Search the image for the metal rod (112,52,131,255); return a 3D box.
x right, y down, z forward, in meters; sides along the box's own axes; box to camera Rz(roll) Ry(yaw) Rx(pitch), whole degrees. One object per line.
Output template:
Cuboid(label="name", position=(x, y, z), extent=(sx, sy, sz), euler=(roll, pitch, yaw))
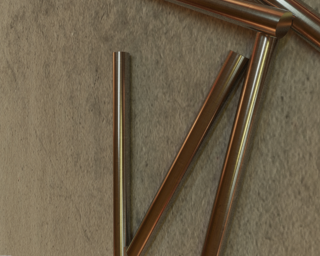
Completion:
Cuboid(label="metal rod", position=(-0.056, 0.041, 0.448), extent=(0.025, 0.025, 0.298), euler=(0, 90, 39))

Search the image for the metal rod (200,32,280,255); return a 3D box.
Cuboid(label="metal rod", position=(0.079, 0.050, 0.338), extent=(0.025, 0.025, 0.298), euler=(19, 102, 38))

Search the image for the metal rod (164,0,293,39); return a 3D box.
Cuboid(label="metal rod", position=(0.018, -0.164, 0.374), extent=(0.300, 0.025, 0.025), euler=(37, 112, 38))

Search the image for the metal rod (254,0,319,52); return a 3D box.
Cuboid(label="metal rod", position=(0.156, -0.074, 0.275), extent=(0.025, 0.025, 0.300), euler=(-52, 60, 27))

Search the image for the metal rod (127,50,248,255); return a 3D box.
Cuboid(label="metal rod", position=(0.026, 0.048, 0.381), extent=(0.025, 0.025, 0.298), euler=(39, 113, 33))
